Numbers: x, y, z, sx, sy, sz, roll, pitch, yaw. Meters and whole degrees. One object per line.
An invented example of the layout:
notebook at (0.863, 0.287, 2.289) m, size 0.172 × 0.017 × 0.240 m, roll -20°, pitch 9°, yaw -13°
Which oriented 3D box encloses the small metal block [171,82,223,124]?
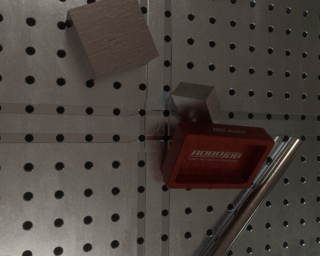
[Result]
small metal block at (0.049, -0.031, 0.406) m, size 0.025 × 0.050 × 0.050 m, roll -55°, pitch 140°, yaw -26°

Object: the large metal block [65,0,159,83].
large metal block at (-0.059, -0.108, 0.378) m, size 0.081 × 0.050 × 0.080 m, roll -25°, pitch 99°, yaw -19°

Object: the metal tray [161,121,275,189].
metal tray at (0.076, 0.040, 0.414) m, size 0.131 × 0.030 × 0.089 m, roll 5°, pitch 124°, yaw -20°

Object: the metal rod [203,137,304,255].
metal rod at (0.122, 0.133, 0.459) m, size 0.025 × 0.025 × 0.300 m, roll 45°, pitch 76°, yaw -15°
